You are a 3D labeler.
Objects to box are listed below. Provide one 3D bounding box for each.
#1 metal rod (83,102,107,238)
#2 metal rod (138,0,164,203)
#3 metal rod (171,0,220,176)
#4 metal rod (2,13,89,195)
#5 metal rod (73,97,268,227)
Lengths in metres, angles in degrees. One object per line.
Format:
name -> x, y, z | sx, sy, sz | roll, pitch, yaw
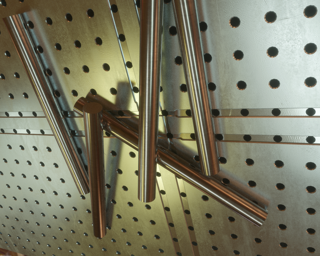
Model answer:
metal rod -> -0.101, 0.087, 0.496 | 0.025, 0.025, 0.298 | 21, 132, 15
metal rod -> -0.013, -0.037, 0.373 | 0.025, 0.025, 0.298 | 13, 118, 21
metal rod -> 0.037, -0.075, 0.344 | 0.025, 0.025, 0.298 | 1, 119, 27
metal rod -> -0.165, -0.021, 0.482 | 0.025, 0.025, 0.298 | -1, 118, 28
metal rod -> 0.010, 0.043, 0.431 | 0.301, 0.025, 0.025 | 31, 128, 7
